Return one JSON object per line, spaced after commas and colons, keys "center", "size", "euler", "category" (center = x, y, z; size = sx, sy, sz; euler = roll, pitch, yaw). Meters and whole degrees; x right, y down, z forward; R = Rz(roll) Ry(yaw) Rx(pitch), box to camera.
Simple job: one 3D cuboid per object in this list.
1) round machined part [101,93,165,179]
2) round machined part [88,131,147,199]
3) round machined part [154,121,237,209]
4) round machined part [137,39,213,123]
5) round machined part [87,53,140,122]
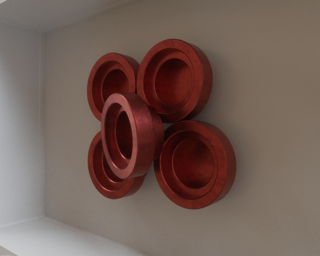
{"center": [-0.030, 0.007, 0.361], "size": [0.098, 0.042, 0.097], "euler": [14, 106, 56], "category": "round machined part"}
{"center": [-0.054, 0.048, 0.436], "size": [0.098, 0.042, 0.097], "euler": [0, 90, 39], "category": "round machined part"}
{"center": [0.043, 0.040, 0.356], "size": [0.098, 0.042, 0.097], "euler": [0, 90, 39], "category": "round machined part"}
{"center": [0.021, -0.054, 0.374], "size": [0.098, 0.042, 0.097], "euler": [0, 90, 39], "category": "round machined part"}
{"center": [-0.056, -0.054, 0.437], "size": [0.098, 0.042, 0.097], "euler": [0, 90, 39], "category": "round machined part"}
